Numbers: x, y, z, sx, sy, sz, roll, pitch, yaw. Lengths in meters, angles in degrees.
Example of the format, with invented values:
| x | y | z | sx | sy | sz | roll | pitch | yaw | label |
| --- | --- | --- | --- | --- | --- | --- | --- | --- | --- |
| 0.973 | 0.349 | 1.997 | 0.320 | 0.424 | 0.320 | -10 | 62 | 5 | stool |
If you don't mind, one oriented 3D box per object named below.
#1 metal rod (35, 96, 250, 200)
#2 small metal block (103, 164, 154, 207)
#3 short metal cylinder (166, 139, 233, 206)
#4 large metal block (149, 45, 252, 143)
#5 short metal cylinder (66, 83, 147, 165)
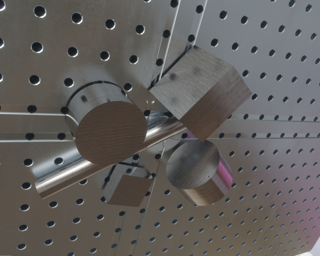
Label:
| x | y | z | sx | sy | sz | roll | pitch | yaw | label |
| --- | --- | --- | --- | --- | --- | --- | --- | --- | --- |
| -0.013 | 0.012 | 0.407 | 0.302 | 0.025 | 0.025 | -26 | 128 | -13 | metal rod |
| -0.044 | 0.081 | 0.433 | 0.050 | 0.025 | 0.050 | 16 | 110 | -35 | small metal block |
| 0.056 | 0.063 | 0.441 | 0.080 | 0.080 | 0.050 | -40 | 130 | -1 | short metal cylinder |
| 0.046 | -0.043 | 0.370 | 0.080 | 0.080 | 0.050 | -45 | 129 | 3 | large metal block |
| -0.061 | -0.005 | 0.354 | 0.081 | 0.050 | 0.079 | -14 | 124 | -21 | short metal cylinder |
